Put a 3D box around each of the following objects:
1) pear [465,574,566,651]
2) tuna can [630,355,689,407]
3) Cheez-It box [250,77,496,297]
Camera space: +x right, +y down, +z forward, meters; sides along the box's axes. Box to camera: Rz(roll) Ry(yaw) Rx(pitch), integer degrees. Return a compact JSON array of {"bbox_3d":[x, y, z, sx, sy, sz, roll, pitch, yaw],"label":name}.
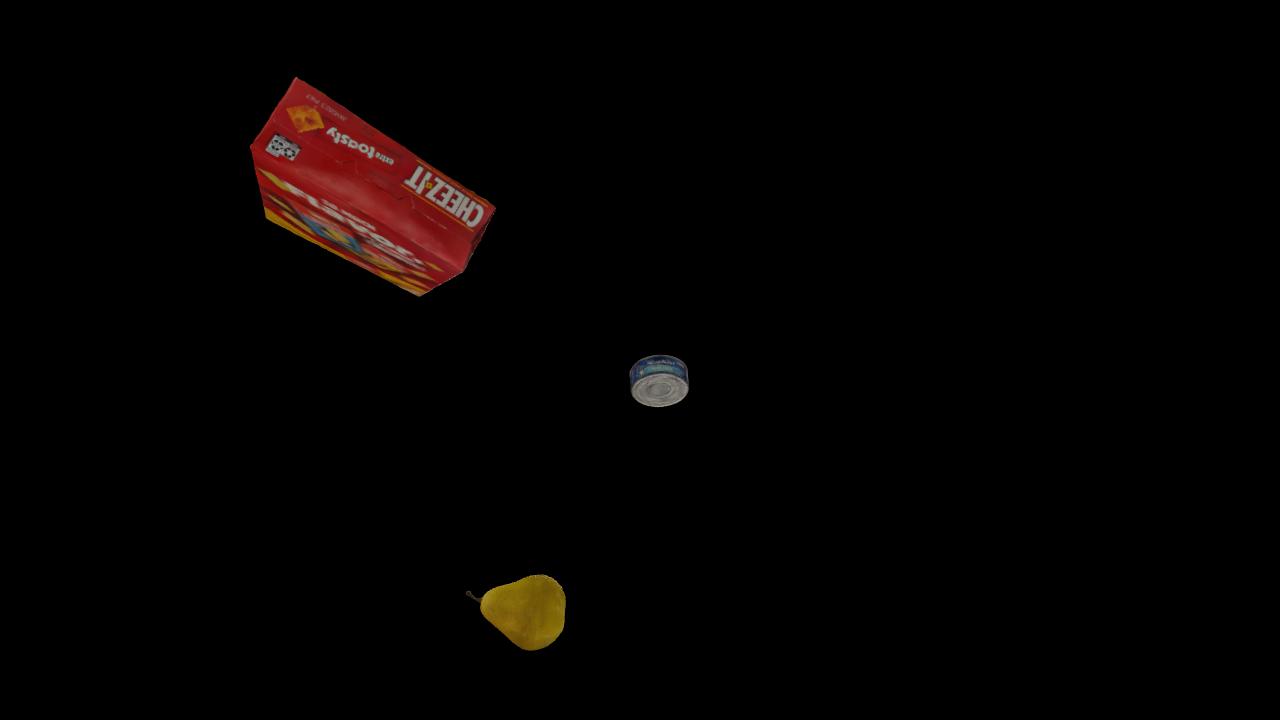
[{"bbox_3d":[-0.141,0.283,0.691,0.111,0.080,0.080,7,-2,-17],"label":"pear"},{"bbox_3d":[0.027,0.031,0.871,0.084,0.034,0.084,-1,-39,-1],"label":"tuna can"},{"bbox_3d":[-0.241,-0.133,0.550,0.166,0.071,0.223,30,-14,-24],"label":"Cheez-It box"}]
